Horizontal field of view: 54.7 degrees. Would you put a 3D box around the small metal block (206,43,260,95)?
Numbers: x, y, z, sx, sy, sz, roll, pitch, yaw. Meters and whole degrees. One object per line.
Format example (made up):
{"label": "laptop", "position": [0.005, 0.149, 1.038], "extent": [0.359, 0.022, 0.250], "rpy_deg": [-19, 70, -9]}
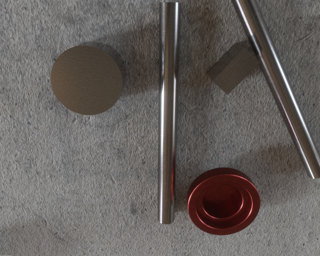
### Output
{"label": "small metal block", "position": [0.085, -0.072, 0.371], "extent": [0.025, 0.050, 0.050], "rpy_deg": [41, 105, -14]}

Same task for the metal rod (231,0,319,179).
{"label": "metal rod", "position": [0.148, -0.059, 0.390], "extent": [0.025, 0.025, 0.299], "rpy_deg": [-28, 108, 9]}

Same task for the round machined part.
{"label": "round machined part", "position": [0.087, 0.099, 0.438], "extent": [0.099, 0.042, 0.097], "rpy_deg": [0, 110, -1]}

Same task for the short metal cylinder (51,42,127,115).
{"label": "short metal cylinder", "position": [-0.083, -0.061, 0.373], "extent": [0.081, 0.050, 0.079], "rpy_deg": [0, 110, -1]}

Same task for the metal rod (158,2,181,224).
{"label": "metal rod", "position": [0.010, -0.005, 0.408], "extent": [0.025, 0.025, 0.298], "rpy_deg": [0, 110, -1]}
